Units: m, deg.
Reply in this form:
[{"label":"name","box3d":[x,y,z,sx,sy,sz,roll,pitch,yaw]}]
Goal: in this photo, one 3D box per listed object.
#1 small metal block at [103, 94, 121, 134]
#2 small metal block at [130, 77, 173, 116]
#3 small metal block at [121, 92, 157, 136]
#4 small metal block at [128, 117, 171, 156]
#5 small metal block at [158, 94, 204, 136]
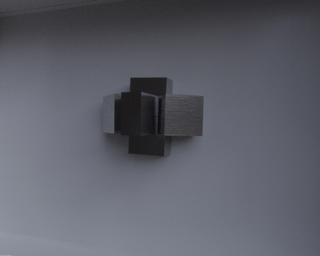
[{"label":"small metal block","box3d":[-0.057,-0.018,0.414,0.050,0.025,0.050,2,91,63]},{"label":"small metal block","box3d":[-0.012,-0.040,0.412,0.050,0.025,0.050,3,91,19]},{"label":"small metal block","box3d":[-0.025,-0.016,0.377,0.025,0.050,0.050,1,90,19]},{"label":"small metal block","box3d":[-0.013,0.010,0.413,0.050,0.025,0.050,3,91,20]},{"label":"small metal block","box3d":[0.025,-0.016,0.387,0.050,0.025,0.050,1,91,-20]}]
